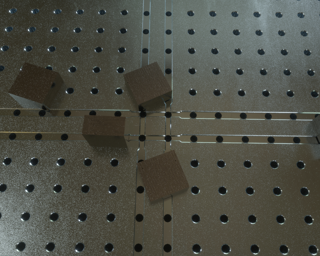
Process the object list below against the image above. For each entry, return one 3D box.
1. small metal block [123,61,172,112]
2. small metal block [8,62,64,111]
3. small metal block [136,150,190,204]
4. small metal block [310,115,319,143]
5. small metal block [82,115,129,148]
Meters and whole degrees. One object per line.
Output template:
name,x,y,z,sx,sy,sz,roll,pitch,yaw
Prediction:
small metal block,-0.017,-0.058,0.433,0.050,0.025,0.050,-24,72,-9
small metal block,-0.171,-0.057,0.431,0.050,0.025,0.050,18,71,6
small metal block,0.003,0.061,0.389,0.050,0.025,0.050,-20,71,-8
small metal block,0.240,0.004,0.413,0.050,0.025,0.050,-13,71,-5
small metal block,-0.067,0.005,0.396,0.050,0.050,0.025,3,70,1
